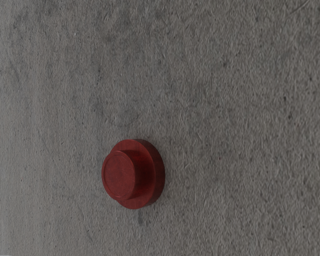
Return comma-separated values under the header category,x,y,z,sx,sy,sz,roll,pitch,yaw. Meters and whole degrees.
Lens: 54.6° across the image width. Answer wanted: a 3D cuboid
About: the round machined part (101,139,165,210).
category,x,y,z,sx,sy,sz,roll,pitch,yaw
round machined part,-0.044,0.064,0.431,0.098,0.042,0.097,0,90,40
